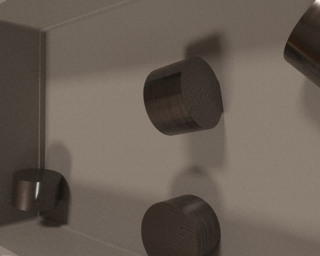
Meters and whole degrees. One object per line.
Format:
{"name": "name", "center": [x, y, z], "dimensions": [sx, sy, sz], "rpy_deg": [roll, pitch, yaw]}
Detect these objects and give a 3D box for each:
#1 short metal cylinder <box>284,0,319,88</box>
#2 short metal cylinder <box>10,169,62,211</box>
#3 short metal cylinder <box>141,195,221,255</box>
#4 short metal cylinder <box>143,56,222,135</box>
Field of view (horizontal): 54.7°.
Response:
{"name": "short metal cylinder", "center": [0.149, -0.071, 0.248], "dimensions": [0.050, 0.081, 0.080], "rpy_deg": [51, 120, 27]}
{"name": "short metal cylinder", "center": [-0.218, 0.107, 0.547], "dimensions": [0.080, 0.081, 0.050], "rpy_deg": [13, 99, 39]}
{"name": "short metal cylinder", "center": [0.024, 0.124, 0.369], "dimensions": [0.080, 0.050, 0.079], "rpy_deg": [0, 90, 39]}
{"name": "short metal cylinder", "center": [0.027, -0.034, 0.347], "dimensions": [0.050, 0.081, 0.080], "rpy_deg": [-12, 83, 39]}
